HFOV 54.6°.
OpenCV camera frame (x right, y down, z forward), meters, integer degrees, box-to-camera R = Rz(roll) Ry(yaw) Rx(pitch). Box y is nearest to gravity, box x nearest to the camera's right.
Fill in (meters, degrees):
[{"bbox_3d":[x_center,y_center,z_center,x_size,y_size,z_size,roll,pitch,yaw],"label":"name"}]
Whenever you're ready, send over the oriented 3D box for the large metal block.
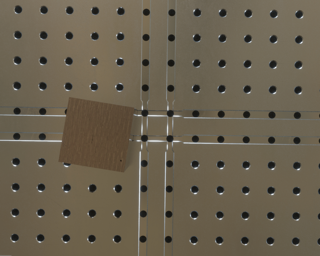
[{"bbox_3d":[-0.077,0.008,0.400,0.080,0.050,0.080,9,90,0],"label":"large metal block"}]
